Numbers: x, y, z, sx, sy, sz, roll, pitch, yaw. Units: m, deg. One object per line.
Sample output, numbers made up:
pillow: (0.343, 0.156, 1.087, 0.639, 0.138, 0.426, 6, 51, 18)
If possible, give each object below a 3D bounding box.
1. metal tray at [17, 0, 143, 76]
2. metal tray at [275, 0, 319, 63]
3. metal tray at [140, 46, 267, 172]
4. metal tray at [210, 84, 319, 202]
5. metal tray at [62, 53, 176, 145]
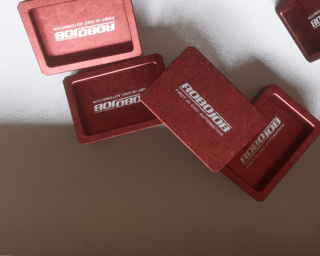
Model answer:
metal tray: (-0.095, -0.124, 0.388, 0.131, 0.030, 0.089, -11, 118, 0)
metal tray: (0.192, -0.133, 0.360, 0.030, 0.130, 0.090, -33, 90, 0)
metal tray: (0.051, -0.022, 0.379, 0.130, 0.030, 0.090, 45, 90, 0)
metal tray: (0.136, 0.019, 0.409, 0.090, 0.030, 0.130, 40, 90, 0)
metal tray: (-0.050, -0.037, 0.408, 0.131, 0.030, 0.090, -15, 90, 0)
